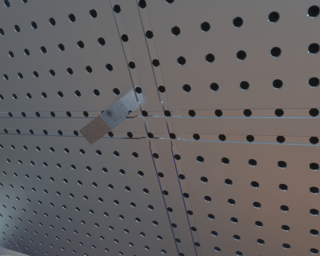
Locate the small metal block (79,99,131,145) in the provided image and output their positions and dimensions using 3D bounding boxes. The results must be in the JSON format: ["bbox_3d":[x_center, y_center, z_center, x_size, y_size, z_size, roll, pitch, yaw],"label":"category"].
[{"bbox_3d":[-0.076,-0.008,0.431,0.050,0.050,0.025,-32,101,38],"label":"small metal block"}]
